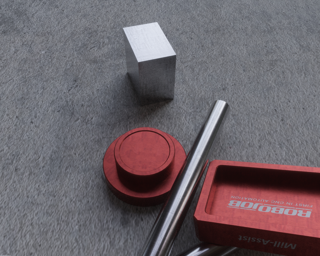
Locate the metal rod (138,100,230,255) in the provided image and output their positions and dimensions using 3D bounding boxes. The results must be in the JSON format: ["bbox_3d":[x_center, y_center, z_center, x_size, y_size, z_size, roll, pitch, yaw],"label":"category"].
[{"bbox_3d":[0.020,0.072,0.315,0.025,0.025,0.301,19,49,15],"label":"metal rod"}]

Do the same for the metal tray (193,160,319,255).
[{"bbox_3d":[0.107,0.075,0.304,0.130,0.030,0.090,3,34,20],"label":"metal tray"}]

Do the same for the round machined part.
[{"bbox_3d":[-0.017,0.037,0.361,0.099,0.042,0.098,0,50,0],"label":"round machined part"}]

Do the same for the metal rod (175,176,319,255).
[{"bbox_3d":[0.050,0.120,0.302,0.302,0.025,0.025,-22,54,-18],"label":"metal rod"}]

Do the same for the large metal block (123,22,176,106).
[{"bbox_3d":[-0.016,-0.091,0.444,0.050,0.080,0.080,-14,52,-12],"label":"large metal block"}]
